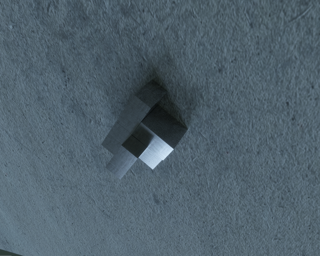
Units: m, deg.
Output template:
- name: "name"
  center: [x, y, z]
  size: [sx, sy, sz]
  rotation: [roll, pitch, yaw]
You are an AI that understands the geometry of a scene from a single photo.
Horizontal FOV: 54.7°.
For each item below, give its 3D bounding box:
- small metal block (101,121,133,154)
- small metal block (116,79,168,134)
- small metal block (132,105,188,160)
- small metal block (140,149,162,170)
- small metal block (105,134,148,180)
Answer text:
- name: "small metal block"
  center: [-0.046, 0.003, 0.416]
  size: [0.025, 0.050, 0.050]
  rotation: [40, 129, 1]
- name: "small metal block"
  center: [-0.022, -0.027, 0.385]
  size: [0.025, 0.050, 0.050]
  rotation: [40, 129, 1]
- name: "small metal block"
  center: [0.001, 0.005, 0.393]
  size: [0.050, 0.050, 0.025]
  rotation: [40, 129, 0]
- name: "small metal block"
  center: [-0.011, 0.021, 0.426]
  size: [0.050, 0.025, 0.050]
  rotation: [40, 129, 0]
- name: "small metal block"
  center: [-0.037, 0.031, 0.397]
  size: [0.025, 0.050, 0.050]
  rotation: [40, 129, 1]
